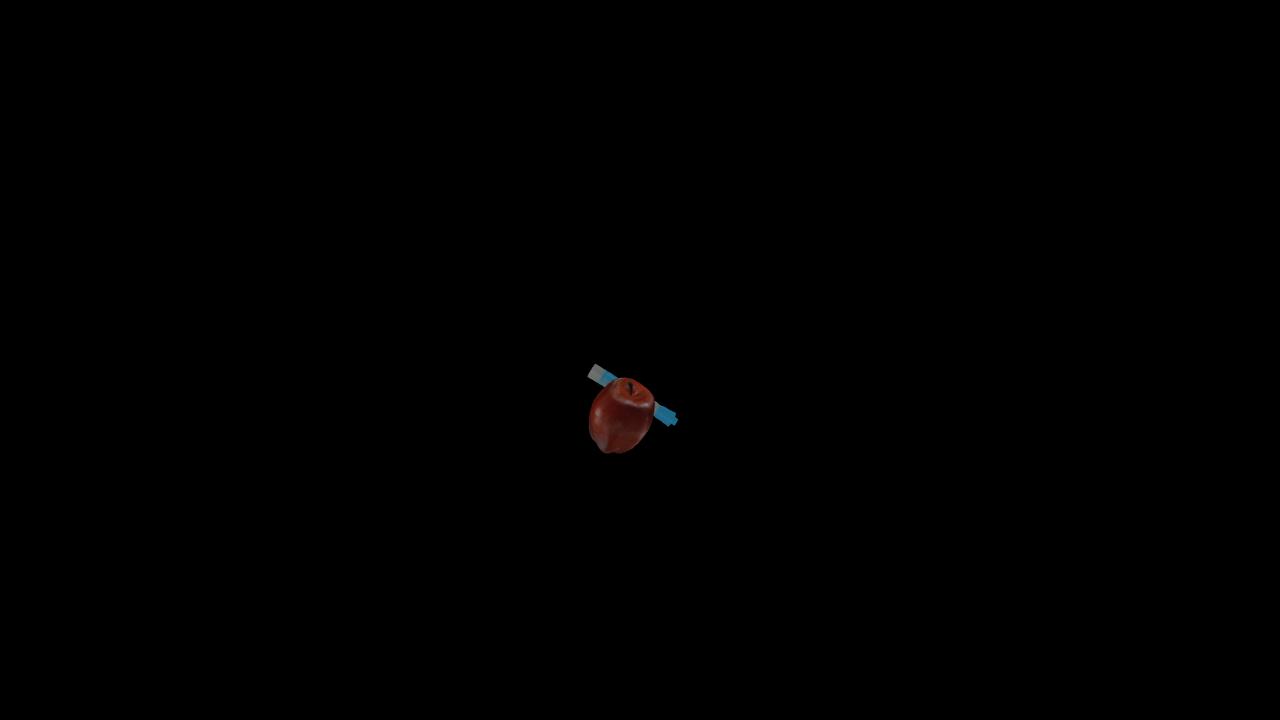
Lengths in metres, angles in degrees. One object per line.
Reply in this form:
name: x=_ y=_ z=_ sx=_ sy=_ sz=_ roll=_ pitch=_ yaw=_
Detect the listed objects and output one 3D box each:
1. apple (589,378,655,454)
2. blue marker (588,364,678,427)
apple: x=-0.023 y=0.065 z=0.736 sx=0.079 sy=0.093 sz=0.079 roll=18 pitch=27 yaw=-9
blue marker: x=-0.007 y=0.044 z=0.742 sx=0.121 sy=0.020 sz=0.020 roll=31 pitch=0 yaw=0
